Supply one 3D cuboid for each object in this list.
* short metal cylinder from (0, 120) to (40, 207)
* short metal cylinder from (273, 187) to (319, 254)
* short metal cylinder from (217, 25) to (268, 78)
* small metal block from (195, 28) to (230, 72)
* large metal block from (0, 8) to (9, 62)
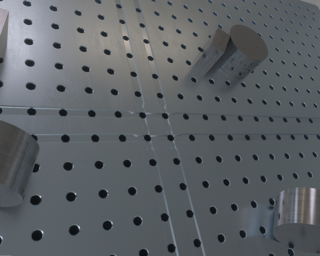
[{"bbox_3d":[-0.154,0.032,0.271,0.081,0.080,0.050,17,55,-19],"label":"short metal cylinder"},{"bbox_3d":[0.192,0.121,0.403,0.080,0.080,0.050,30,52,-9],"label":"short metal cylinder"},{"bbox_3d":[0.144,-0.136,0.553,0.081,0.050,0.080,14,56,-21],"label":"short metal cylinder"},{"bbox_3d":[0.089,-0.131,0.520,0.025,0.050,0.050,31,52,-8],"label":"small metal block"},{"bbox_3d":[-0.217,-0.095,0.333,0.081,0.050,0.080,12,57,-22],"label":"large metal block"}]
